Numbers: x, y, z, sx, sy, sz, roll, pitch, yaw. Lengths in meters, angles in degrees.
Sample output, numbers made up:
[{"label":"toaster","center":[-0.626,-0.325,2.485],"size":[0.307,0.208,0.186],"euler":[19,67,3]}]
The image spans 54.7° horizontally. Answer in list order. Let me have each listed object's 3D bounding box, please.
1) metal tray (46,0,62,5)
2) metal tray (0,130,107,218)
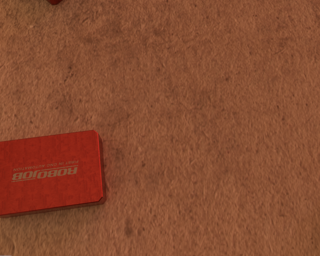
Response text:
[{"label":"metal tray","center":[-0.156,-0.270,0.502],"size":[0.090,0.030,0.130],"euler":[41,75,13]},{"label":"metal tray","center":[-0.137,0.056,0.383],"size":[0.131,0.030,0.090],"euler":[-7,70,-3]}]
